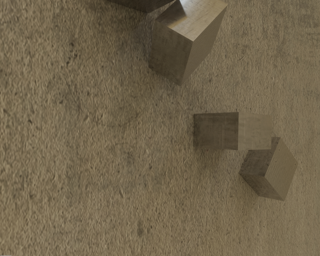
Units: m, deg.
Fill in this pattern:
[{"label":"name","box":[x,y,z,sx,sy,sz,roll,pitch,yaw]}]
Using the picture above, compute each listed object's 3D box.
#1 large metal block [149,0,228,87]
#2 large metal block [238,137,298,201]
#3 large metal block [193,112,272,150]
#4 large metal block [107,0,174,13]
[{"label":"large metal block","box":[0.033,-0.113,0.388,0.050,0.080,0.080,33,62,11]},{"label":"large metal block","box":[0.195,0.071,0.552,0.080,0.050,0.080,46,63,-30]},{"label":"large metal block","box":[0.107,0.005,0.458,0.081,0.080,0.050,2,89,-40]},{"label":"large metal block","box":[-0.020,-0.177,0.350,0.081,0.080,0.050,1,87,-40]}]
